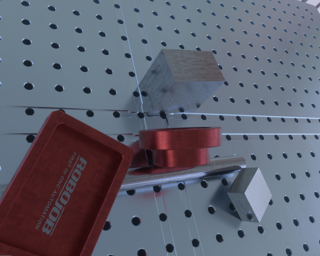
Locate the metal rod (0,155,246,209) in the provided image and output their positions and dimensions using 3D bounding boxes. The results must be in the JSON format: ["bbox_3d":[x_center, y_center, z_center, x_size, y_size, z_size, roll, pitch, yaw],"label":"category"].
[{"bbox_3d":[-0.017,0.058,0.364,0.303,0.025,0.025,-3,64,-30],"label":"metal rod"}]

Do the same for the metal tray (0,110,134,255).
[{"bbox_3d":[-0.090,0.060,0.289,0.090,0.030,0.130,31,66,-21],"label":"metal tray"}]

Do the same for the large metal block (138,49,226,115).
[{"bbox_3d":[0.028,-0.062,0.427,0.081,0.080,0.050,-6,65,-31],"label":"large metal block"}]

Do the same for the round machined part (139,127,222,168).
[{"bbox_3d":[0.025,0.022,0.371,0.099,0.098,0.042,-3,92,-30],"label":"round machined part"}]

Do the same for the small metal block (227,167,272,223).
[{"bbox_3d":[0.120,0.088,0.409,0.050,0.025,0.050,-45,114,-39],"label":"small metal block"}]
